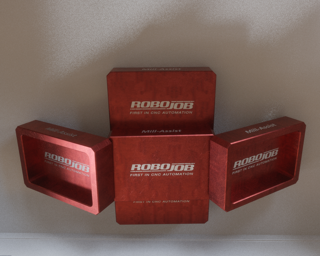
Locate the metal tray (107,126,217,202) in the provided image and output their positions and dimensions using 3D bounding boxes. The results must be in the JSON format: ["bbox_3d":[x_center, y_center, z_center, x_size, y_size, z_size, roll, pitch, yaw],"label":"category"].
[{"bbox_3d":[0.003,0.046,0.392,0.131,0.030,0.089,-1,110,0],"label":"metal tray"}]

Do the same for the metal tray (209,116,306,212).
[{"bbox_3d":[0.123,0.042,0.390,0.131,0.030,0.089,-13,113,-27],"label":"metal tray"}]

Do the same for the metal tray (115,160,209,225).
[{"bbox_3d":[0.003,0.090,0.439,0.131,0.030,0.089,-1,110,-1],"label":"metal tray"}]

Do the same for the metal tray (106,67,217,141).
[{"bbox_3d":[0.002,-0.030,0.395,0.131,0.030,0.089,-1,110,-1],"label":"metal tray"}]

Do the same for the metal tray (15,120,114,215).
[{"bbox_3d":[-0.120,0.046,0.390,0.130,0.030,0.089,12,114,26],"label":"metal tray"}]
